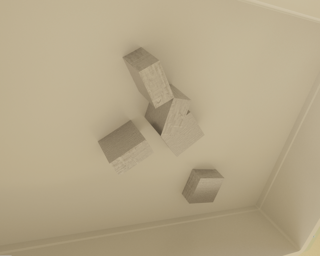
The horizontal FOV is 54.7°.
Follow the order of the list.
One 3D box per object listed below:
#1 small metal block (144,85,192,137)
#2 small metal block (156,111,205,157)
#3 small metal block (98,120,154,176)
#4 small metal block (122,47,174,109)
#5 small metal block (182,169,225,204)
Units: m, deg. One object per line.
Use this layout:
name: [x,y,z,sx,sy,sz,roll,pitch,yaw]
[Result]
small metal block: [0.008,-0.023,0.384,0.025,0.050,0.050,4,116,-31]
small metal block: [0.026,0.004,0.427,0.050,0.025,0.050,-38,130,-3]
small metal block: [-0.043,0.024,0.385,0.050,0.050,0.025,-34,129,-6]
small metal block: [-0.013,-0.057,0.351,0.025,0.050,0.050,-32,129,-8]
small metal block: [0.071,0.095,0.509,0.050,0.025,0.050,6,116,-31]
